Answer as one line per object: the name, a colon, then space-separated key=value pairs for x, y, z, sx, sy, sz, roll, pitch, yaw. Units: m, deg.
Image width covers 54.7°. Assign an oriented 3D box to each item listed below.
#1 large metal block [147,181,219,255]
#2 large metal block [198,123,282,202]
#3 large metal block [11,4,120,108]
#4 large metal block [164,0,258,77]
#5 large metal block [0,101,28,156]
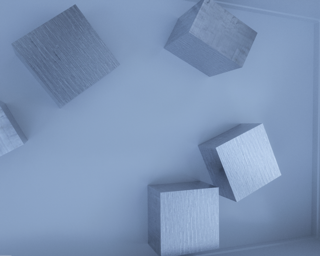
large metal block: x=0.030 y=0.117 z=0.410 sx=0.081 sy=0.050 sz=0.079 roll=-1 pitch=90 yaw=-20
large metal block: x=0.113 y=0.046 z=0.441 sx=0.081 sy=0.050 sz=0.080 roll=-25 pitch=99 yaw=-19
large metal block: x=-0.107 y=-0.079 z=0.358 sx=0.080 sy=0.050 sz=0.080 roll=-40 pitch=103 yaw=-16
large metal block: x=0.063 y=-0.114 z=0.406 sx=0.080 sy=0.080 sz=0.050 roll=28 pitch=81 yaw=-18
large metal block: x=-0.187 y=0.013 z=0.312 sx=0.080 sy=0.080 sz=0.050 roll=-30 pitch=100 yaw=-18
